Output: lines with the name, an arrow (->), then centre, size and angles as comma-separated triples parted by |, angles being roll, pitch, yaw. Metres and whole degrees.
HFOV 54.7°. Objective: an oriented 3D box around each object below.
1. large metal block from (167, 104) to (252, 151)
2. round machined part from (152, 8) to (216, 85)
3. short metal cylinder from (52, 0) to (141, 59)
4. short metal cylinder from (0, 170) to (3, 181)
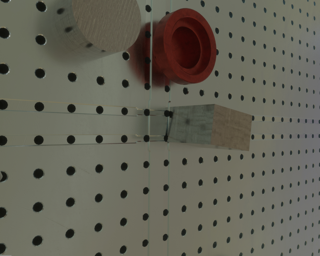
large metal block -> 0.068, 0.001, 0.430 | 0.081, 0.080, 0.050 | 11, 83, -40
round machined part -> 0.029, -0.108, 0.422 | 0.099, 0.042, 0.097 | 0, 90, -40
short metal cylinder -> -0.068, -0.118, 0.336 | 0.081, 0.050, 0.080 | 0, 90, -40
short metal cylinder -> -0.170, 0.031, 0.231 | 0.081, 0.080, 0.050 | -27, 107, -37
